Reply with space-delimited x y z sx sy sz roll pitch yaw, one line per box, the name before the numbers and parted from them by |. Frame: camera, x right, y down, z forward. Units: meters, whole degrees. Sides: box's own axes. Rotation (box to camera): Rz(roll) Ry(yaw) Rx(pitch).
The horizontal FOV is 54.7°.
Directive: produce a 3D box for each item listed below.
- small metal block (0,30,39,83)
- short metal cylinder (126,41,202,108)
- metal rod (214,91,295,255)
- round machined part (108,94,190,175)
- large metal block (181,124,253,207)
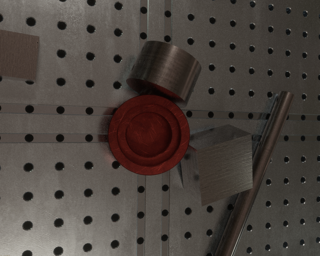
small metal block | -0.166 -0.081 0.351 0.050 0.025 0.050 5 88 -20
short metal cylinder | 0.005 -0.065 0.386 0.080 0.080 0.050 26 80 -19
metal rod | 0.139 0.082 0.465 0.025 0.025 0.299 27 81 -18
round machined part | -0.014 0.008 0.391 0.099 0.042 0.097 0 90 -5
large metal block | 0.076 0.047 0.418 0.081 0.050 0.079 -14 111 -20
